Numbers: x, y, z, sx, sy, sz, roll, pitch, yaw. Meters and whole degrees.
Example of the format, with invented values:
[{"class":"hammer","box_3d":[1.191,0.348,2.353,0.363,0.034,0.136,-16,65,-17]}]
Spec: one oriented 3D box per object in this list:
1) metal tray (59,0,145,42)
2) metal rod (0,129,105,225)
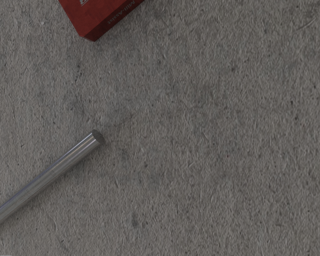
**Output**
[{"class":"metal tray","box_3d":[-0.076,-0.196,0.433,0.130,0.030,0.090,-34,79,16]},{"class":"metal rod","box_3d":[-0.203,0.099,0.480,0.300,0.025,0.025,-37,78,16]}]
